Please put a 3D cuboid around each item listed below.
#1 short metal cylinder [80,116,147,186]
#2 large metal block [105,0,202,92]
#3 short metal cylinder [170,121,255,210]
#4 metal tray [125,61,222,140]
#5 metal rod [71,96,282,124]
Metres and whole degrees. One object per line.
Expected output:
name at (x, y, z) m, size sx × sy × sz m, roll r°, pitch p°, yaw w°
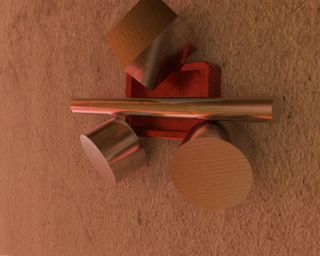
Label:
short metal cylinder at (-0.063, 0.031, 0.418) m, size 0.080 × 0.050 × 0.080 m, roll 40°, pitch 150°, yaw 30°
large metal block at (-0.010, -0.105, 0.370) m, size 0.080 × 0.050 × 0.080 m, roll -42°, pitch 47°, yaw 14°
short metal cylinder at (0.056, 0.037, 0.323) m, size 0.080 × 0.050 × 0.079 m, roll 7°, pitch 114°, yaw 16°
metal tray at (0.012, -0.032, 0.394) m, size 0.130 × 0.030 × 0.089 m, roll 3°, pitch 92°, yaw 40°
metal rod at (-0.010, -0.025, 0.375) m, size 0.300 × 0.025 × 0.025 m, roll 4°, pitch 93°, yaw 39°
